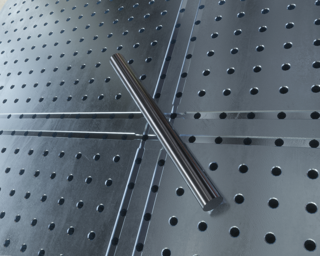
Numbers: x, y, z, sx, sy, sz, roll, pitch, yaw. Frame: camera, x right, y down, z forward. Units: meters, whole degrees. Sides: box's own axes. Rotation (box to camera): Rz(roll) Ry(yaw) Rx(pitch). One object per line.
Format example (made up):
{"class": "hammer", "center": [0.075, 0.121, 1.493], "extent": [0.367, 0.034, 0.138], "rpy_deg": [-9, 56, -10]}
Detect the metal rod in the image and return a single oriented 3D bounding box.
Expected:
{"class": "metal rod", "center": [-0.008, -0.016, 0.424], "extent": [0.025, 0.025, 0.300], "rpy_deg": [-37, 51, 4]}
